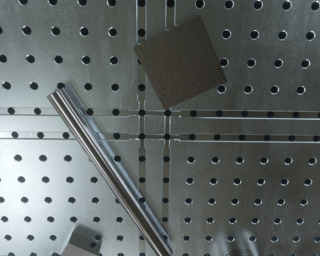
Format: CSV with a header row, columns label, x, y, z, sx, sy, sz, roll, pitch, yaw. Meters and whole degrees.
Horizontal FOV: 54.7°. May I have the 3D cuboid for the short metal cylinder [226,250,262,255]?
label,x,y,z,sx,sy,sz,roll,pitch,yaw
short metal cylinder,0.137,0.243,0.492,0.081,0.050,0.079,0,110,-1

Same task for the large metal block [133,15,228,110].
label,x,y,z,sx,sy,sz,roll,pitch,yaw
large metal block,0.024,-0.079,0.371,0.080,0.050,0.080,-24,109,8

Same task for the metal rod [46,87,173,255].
label,x,y,z,sx,sy,sz,roll,pitch,yaw
metal rod,-0.062,0.077,0.440,0.025,0.025,0.299,-27,108,9

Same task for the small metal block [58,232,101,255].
label,x,y,z,sx,sy,sz,roll,pitch,yaw
small metal block,-0.128,0.199,0.485,0.050,0.025,0.050,29,107,-11
